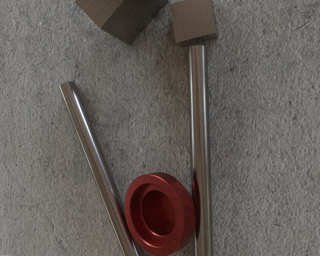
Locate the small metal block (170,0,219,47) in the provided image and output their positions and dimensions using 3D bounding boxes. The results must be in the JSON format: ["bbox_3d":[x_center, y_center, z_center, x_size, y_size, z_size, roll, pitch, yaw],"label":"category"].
[{"bbox_3d":[0.044,-0.135,0.393,0.050,0.025,0.050,-10,87,19],"label":"small metal block"}]

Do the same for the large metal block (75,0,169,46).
[{"bbox_3d":[-0.045,-0.161,0.395,0.080,0.080,0.050,-45,76,14],"label":"large metal block"}]

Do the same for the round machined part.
[{"bbox_3d":[0.004,0.103,0.386,0.098,0.042,0.097,2,93,41],"label":"round machined part"}]

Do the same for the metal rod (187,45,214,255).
[{"bbox_3d":[0.051,0.048,0.390,0.025,0.025,0.298,-2,89,19],"label":"metal rod"}]

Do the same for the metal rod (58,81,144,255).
[{"bbox_3d":[-0.079,0.073,0.435,0.025,0.025,0.299,-26,82,18],"label":"metal rod"}]
